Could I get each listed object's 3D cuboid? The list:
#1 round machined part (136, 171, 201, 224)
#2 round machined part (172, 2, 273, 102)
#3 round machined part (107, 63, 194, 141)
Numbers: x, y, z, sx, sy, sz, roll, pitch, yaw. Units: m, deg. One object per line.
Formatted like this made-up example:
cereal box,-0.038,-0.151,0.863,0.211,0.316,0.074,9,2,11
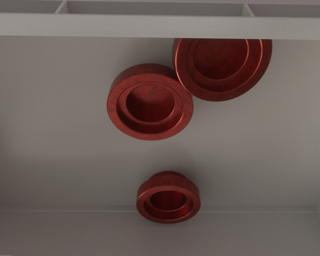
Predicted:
round machined part,0.013,0.106,0.488,0.099,0.042,0.097,0,130,0
round machined part,0.061,-0.080,0.323,0.099,0.042,0.097,-5,123,-7
round machined part,-0.011,-0.034,0.368,0.099,0.042,0.097,0,131,0
